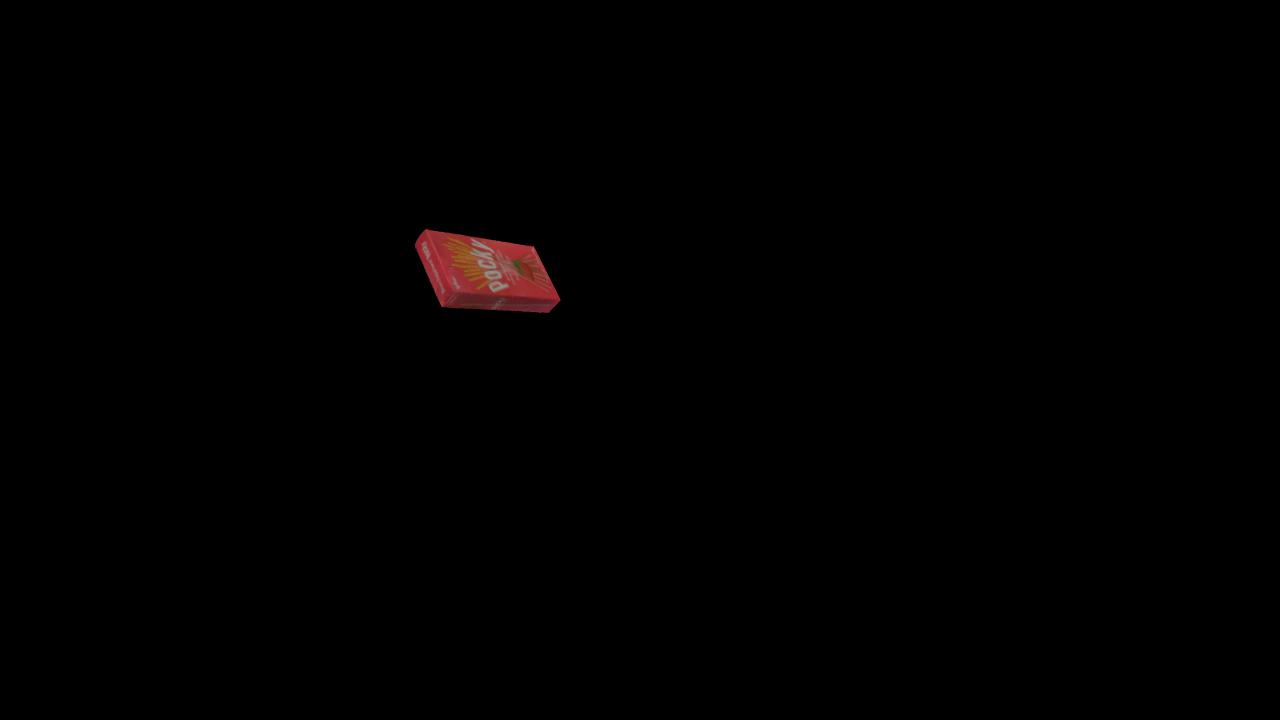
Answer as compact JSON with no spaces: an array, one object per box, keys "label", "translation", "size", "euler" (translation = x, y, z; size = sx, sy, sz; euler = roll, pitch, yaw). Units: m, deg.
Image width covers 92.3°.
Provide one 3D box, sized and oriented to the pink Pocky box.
[{"label":"pink Pocky box","translation":[-0.164,-0.096,0.684],"size":[0.029,0.084,0.155],"euler":[-40,-22,31]}]
